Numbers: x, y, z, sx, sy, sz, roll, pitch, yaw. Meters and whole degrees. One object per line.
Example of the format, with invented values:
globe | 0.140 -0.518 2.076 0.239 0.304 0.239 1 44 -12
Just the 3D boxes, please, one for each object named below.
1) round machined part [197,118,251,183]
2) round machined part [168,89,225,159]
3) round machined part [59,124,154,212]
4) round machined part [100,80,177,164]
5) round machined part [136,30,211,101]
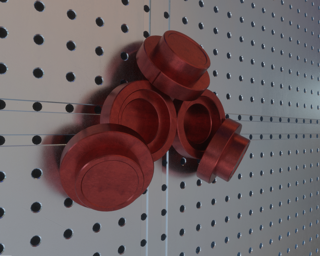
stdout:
round machined part | 0.096 0.038 0.446 0.098 0.042 0.098 -50 158 -29
round machined part | 0.046 -0.006 0.439 0.099 0.042 0.097 0 90 -40
round machined part | -0.054 0.048 0.324 0.099 0.042 0.097 -6 116 -13
round machined part | -0.029 -0.007 0.374 0.099 0.042 0.097 0 90 -40
round machined part | 0.023 -0.083 0.386 0.099 0.042 0.098 23 40 -21
